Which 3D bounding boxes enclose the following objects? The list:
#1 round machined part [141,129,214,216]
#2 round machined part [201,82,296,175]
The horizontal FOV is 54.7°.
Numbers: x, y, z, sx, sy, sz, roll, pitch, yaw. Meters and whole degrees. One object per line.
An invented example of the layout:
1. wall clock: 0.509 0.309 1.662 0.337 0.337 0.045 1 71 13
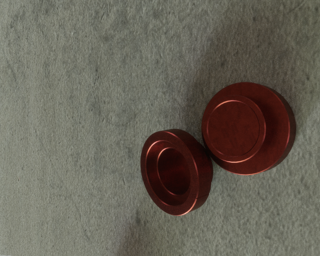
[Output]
1. round machined part: 0.023 0.049 0.364 0.098 0.042 0.097 13 107 48
2. round machined part: 0.084 0.001 0.323 0.098 0.042 0.097 0 90 39
